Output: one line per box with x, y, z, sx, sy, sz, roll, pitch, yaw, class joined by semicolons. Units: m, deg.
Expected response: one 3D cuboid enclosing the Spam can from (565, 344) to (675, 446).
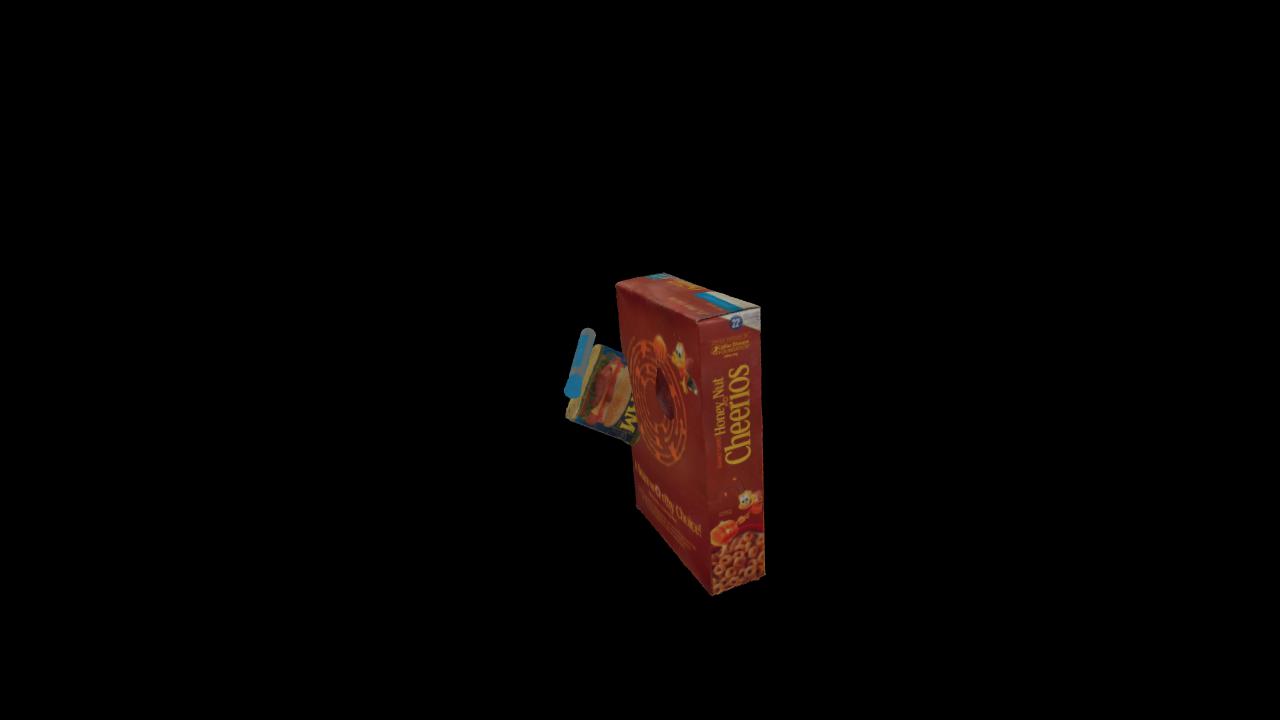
-0.032;0.040;0.739;0.085;0.101;0.058;24;-8;-17;Spam can

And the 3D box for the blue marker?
-0.069;0.003;0.709;0.020;0.020;0.121;0;35;6;blue marker

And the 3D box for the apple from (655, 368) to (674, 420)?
0.054;0.031;0.642;0.079;0.093;0.079;-24;3;1;apple

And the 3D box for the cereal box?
0.054;0.070;0.683;0.081;0.306;0.203;-12;20;-21;cereal box
